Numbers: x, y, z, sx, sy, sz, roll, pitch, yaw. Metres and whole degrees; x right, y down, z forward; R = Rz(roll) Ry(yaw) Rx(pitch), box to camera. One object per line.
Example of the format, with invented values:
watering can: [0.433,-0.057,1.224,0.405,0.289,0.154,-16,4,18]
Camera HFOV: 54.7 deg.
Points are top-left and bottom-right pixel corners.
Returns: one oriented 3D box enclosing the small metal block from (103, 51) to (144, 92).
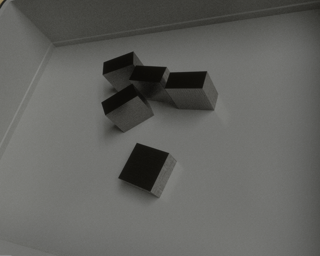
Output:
small metal block: [-0.050,-0.082,0.464,0.050,0.050,0.025,-15,56,19]

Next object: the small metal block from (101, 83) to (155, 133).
small metal block: [-0.044,-0.026,0.427,0.050,0.050,0.025,-30,52,8]

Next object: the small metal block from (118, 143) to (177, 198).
small metal block: [-0.015,0.051,0.381,0.050,0.025,0.050,15,69,34]

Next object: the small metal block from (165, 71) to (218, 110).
small metal block: [0.041,-0.047,0.396,0.050,0.050,0.025,4,64,29]

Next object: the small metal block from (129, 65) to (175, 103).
small metal block: [-0.006,-0.060,0.429,0.050,0.050,0.025,10,67,32]
